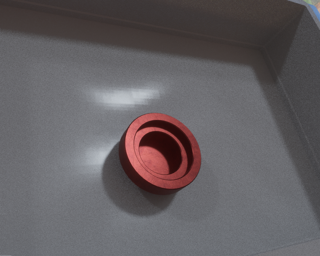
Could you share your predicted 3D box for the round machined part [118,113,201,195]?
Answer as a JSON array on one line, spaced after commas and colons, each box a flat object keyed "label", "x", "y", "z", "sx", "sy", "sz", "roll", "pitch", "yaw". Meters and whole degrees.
[{"label": "round machined part", "x": -0.003, "y": 0.034, "z": 0.374, "sx": 0.099, "sy": 0.042, "sz": 0.098, "roll": 14, "pitch": 56, "yaw": -21}]
